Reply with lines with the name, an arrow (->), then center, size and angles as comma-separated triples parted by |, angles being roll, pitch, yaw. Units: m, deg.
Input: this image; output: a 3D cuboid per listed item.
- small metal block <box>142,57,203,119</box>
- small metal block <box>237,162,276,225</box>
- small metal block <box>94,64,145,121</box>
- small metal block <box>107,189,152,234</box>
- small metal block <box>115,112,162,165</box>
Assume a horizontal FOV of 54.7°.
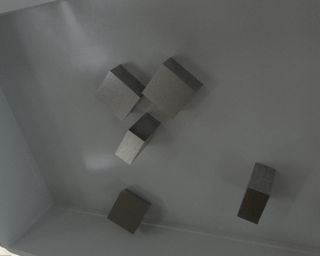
small metal block -> 0.014, -0.047, 0.372 | 0.050, 0.025, 0.050 | 40, 129, 0
small metal block -> 0.118, 0.079, 0.379 | 0.025, 0.050, 0.050 | 20, 126, 17
small metal block -> -0.051, -0.046, 0.407 | 0.050, 0.025, 0.050 | 42, 129, -1
small metal block -> -0.050, 0.134, 0.503 | 0.050, 0.025, 0.050 | 29, 94, 10
small metal block -> -0.029, 0.014, 0.417 | 0.025, 0.050, 0.050 | 36, 129, 4
